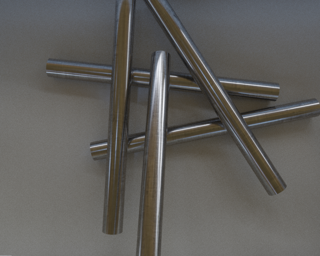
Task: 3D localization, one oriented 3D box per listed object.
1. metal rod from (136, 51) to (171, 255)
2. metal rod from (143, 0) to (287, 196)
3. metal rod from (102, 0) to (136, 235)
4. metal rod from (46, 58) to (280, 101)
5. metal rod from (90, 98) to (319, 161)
[{"bbox_3d":[-0.007,0.049,0.341,0.025,0.025,0.299,4,70,0],"label":"metal rod"},{"bbox_3d":[0.065,-0.049,0.385,0.025,0.025,0.299,-33,90,0],"label":"metal rod"},{"bbox_3d":[-0.050,-0.021,0.384,0.025,0.025,0.298,3,90,0],"label":"metal rod"},{"bbox_3d":[0.004,-0.064,0.411,0.302,0.025,0.025,6,90,0],"label":"metal rod"},{"bbox_3d":[0.059,0.002,0.411,0.302,0.025,0.025,-11,90,0],"label":"metal rod"}]
